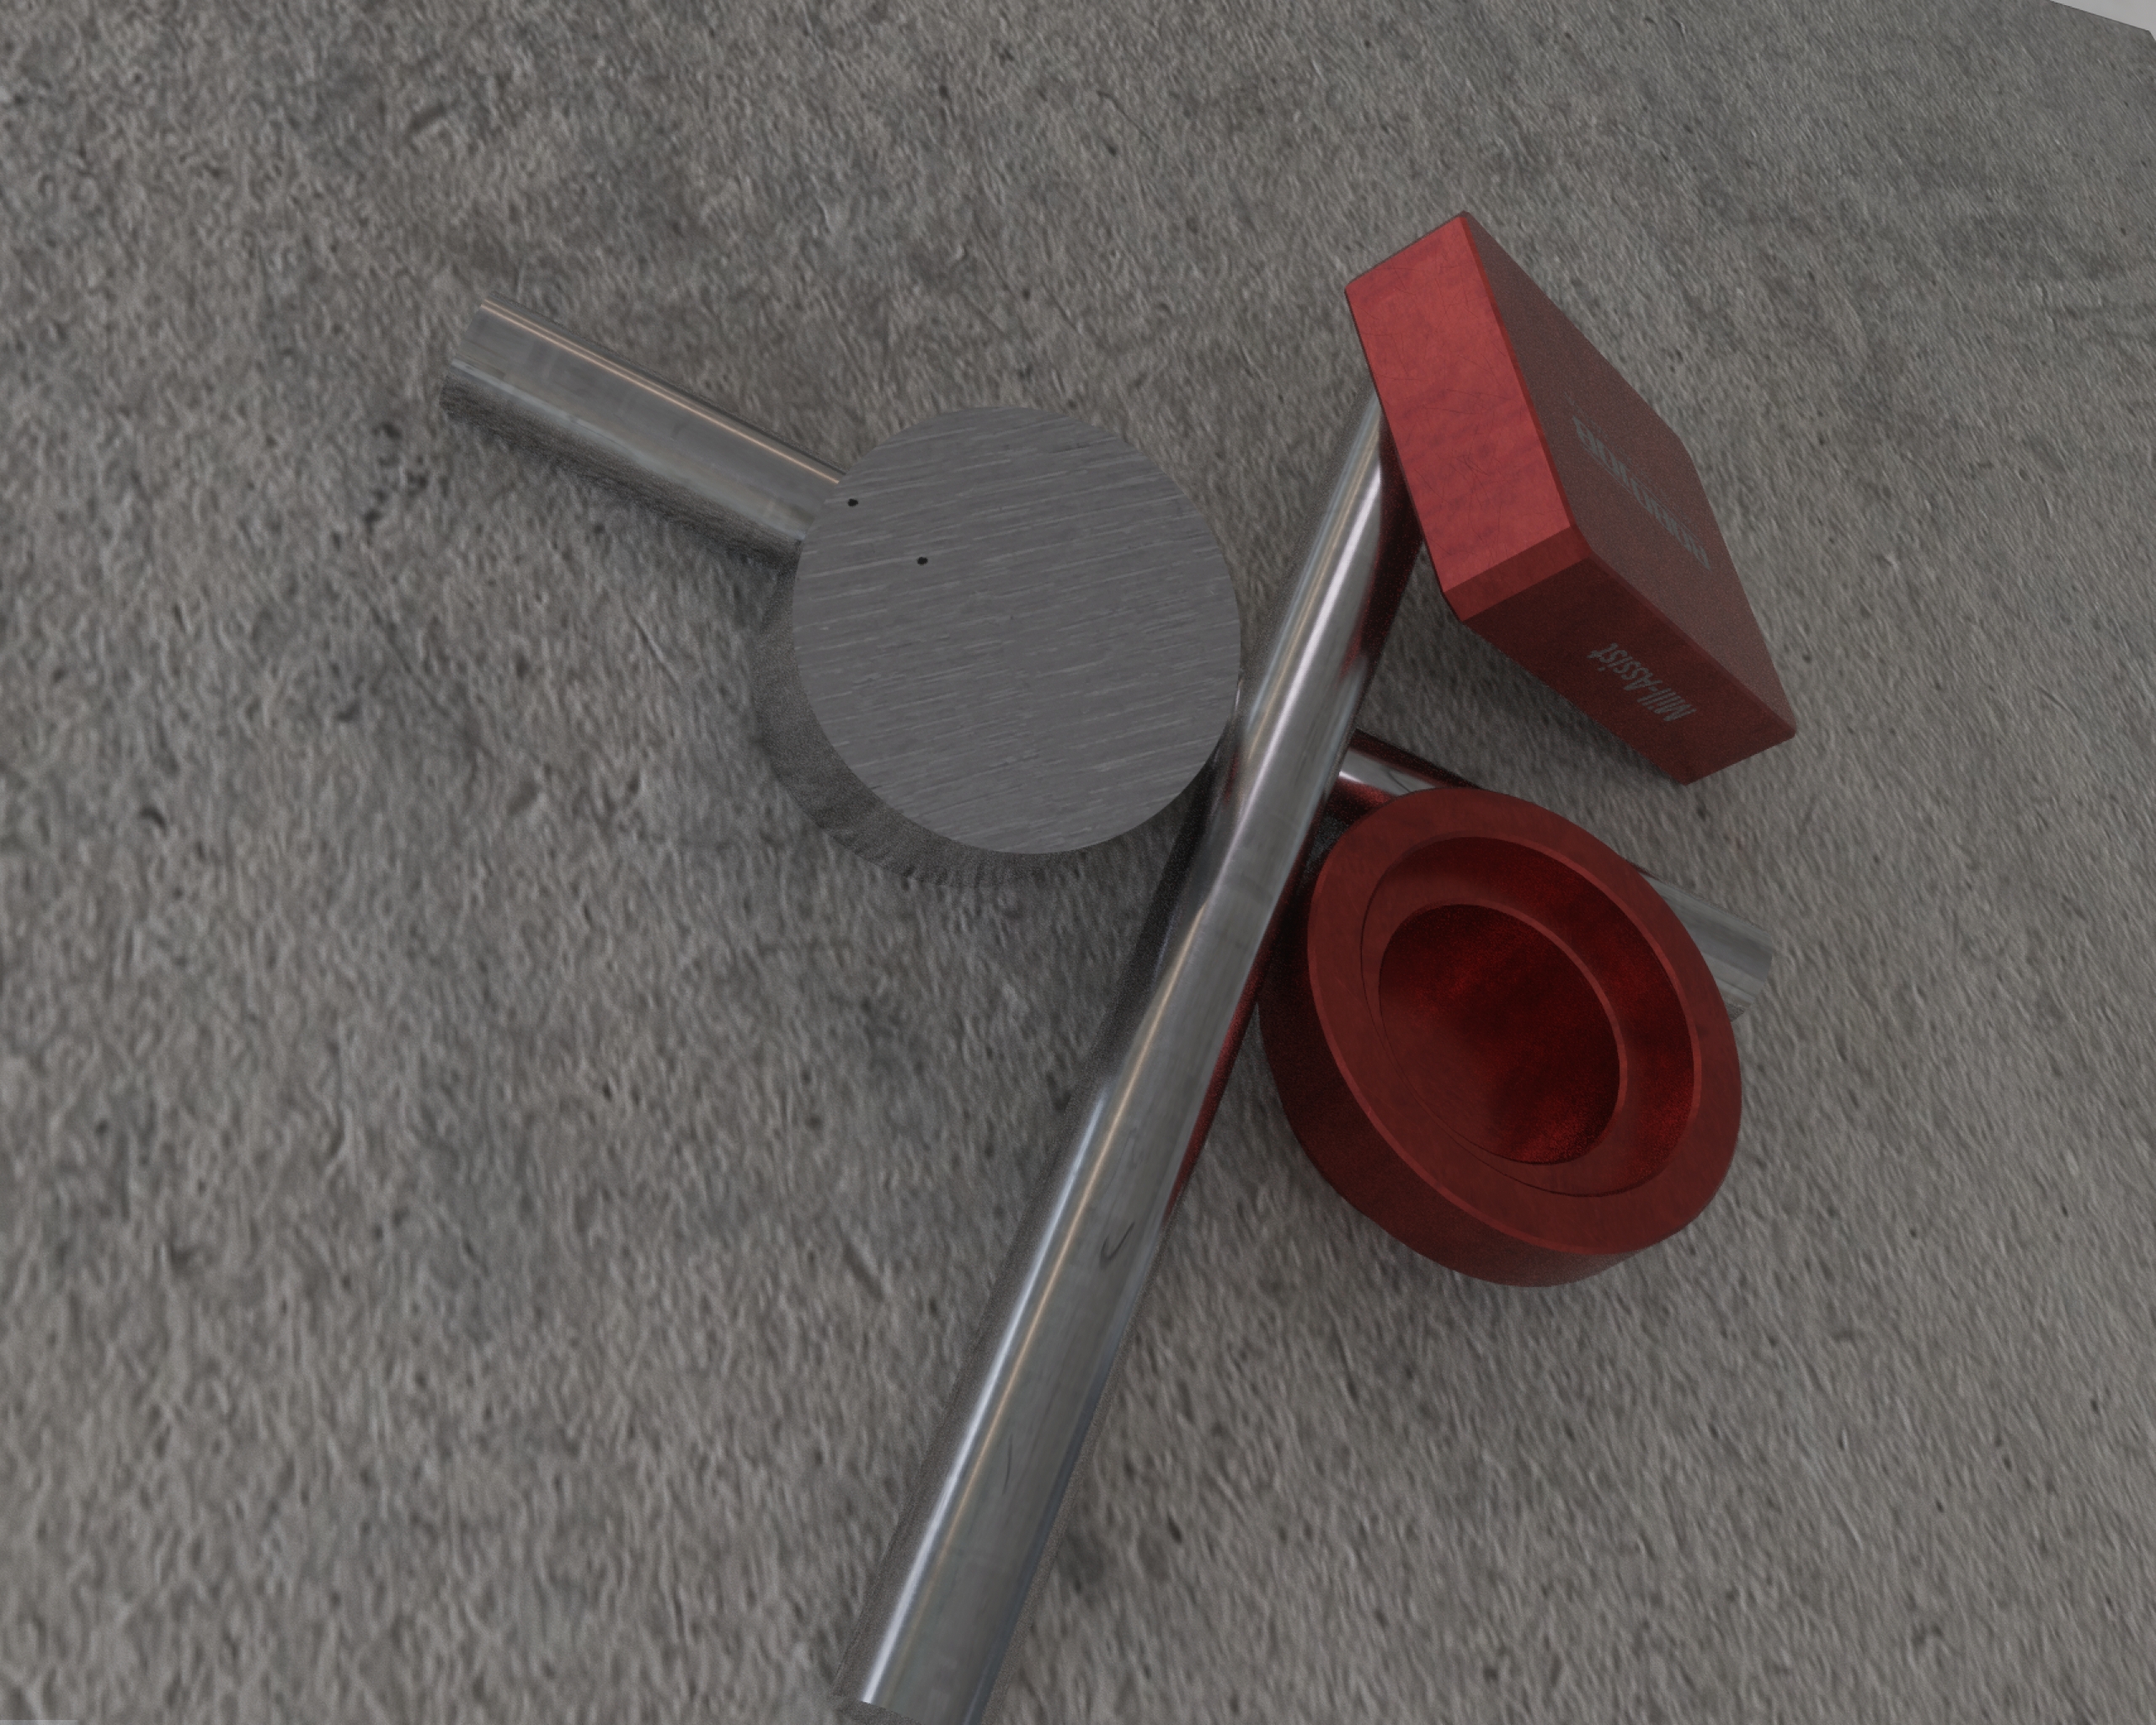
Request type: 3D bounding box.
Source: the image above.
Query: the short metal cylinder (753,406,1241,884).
[{"bbox_3d":[-0.016,-0.038,0.386,0.081,0.050,0.080,2,82,-16],"label":"short metal cylinder"}]

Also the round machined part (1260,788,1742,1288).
[{"bbox_3d":[0.078,0.037,0.413,0.099,0.042,0.098,14,56,-21],"label":"round machined part"}]

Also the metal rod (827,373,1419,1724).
[{"bbox_3d":[0.025,0.012,0.389,0.025,0.025,0.300,29,58,-10],"label":"metal rod"}]

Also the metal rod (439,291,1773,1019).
[{"bbox_3d":[0.015,-0.037,0.437,0.301,0.025,0.025,25,53,-13],"label":"metal rod"}]

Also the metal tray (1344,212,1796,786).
[{"bbox_3d":[0.115,-0.078,0.475,0.131,0.030,0.090,22,48,-50],"label":"metal tray"}]
